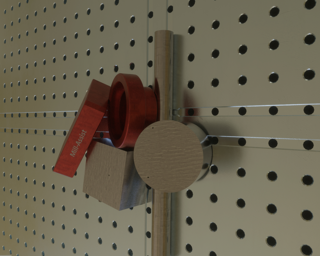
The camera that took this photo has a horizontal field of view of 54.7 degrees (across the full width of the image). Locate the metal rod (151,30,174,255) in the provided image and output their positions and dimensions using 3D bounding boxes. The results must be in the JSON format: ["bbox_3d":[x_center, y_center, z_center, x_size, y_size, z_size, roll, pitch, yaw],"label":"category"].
[{"bbox_3d":[0.003,0.024,0.408,0.025,0.025,0.298,1,91,40],"label":"metal rod"}]

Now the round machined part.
[{"bbox_3d":[-0.036,-0.022,0.412,0.098,0.042,0.097,-178,90,-65],"label":"round machined part"}]

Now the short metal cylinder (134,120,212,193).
[{"bbox_3d":[0.016,0.031,0.363,0.080,0.050,0.079,0,90,20],"label":"short metal cylinder"}]

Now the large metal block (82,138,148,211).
[{"bbox_3d":[-0.062,0.062,0.444,0.080,0.050,0.079,14,99,39],"label":"large metal block"}]

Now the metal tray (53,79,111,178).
[{"bbox_3d":[-0.118,0.000,0.471,0.129,0.030,0.090,-59,18,23],"label":"metal tray"}]
